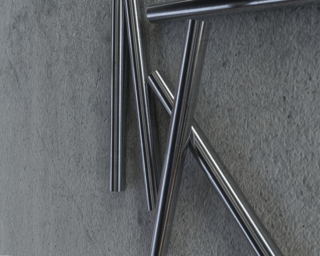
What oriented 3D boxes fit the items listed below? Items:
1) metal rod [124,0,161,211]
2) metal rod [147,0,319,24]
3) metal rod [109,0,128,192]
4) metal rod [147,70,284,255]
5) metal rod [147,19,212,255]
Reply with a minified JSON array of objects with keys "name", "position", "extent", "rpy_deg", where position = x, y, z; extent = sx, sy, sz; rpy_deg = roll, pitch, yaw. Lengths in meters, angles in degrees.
[{"name":"metal rod","position":[-0.022,-0.041,0.423],"extent":[0.025,0.025,0.298],"rpy_deg":[-11,83,39]},{"name":"metal rod","position":[0.105,-0.133,0.317],"extent":[0.300,0.025,0.025],"rpy_deg":[9,96,39]},{"name":"metal rod","position":[-0.060,-0.058,0.454],"extent":[0.025,0.025,0.298],"rpy_deg":[1,91,40]},{"name":"metal rod","position":[0.064,0.051,0.351],"extent":[0.025,0.025,0.299],"rpy_deg":[-45,63,31]},{"name":"metal rod","position":[0.018,0.031,0.360],"extent":[0.025,0.025,0.298],"rpy_deg":[24,114,37]}]
